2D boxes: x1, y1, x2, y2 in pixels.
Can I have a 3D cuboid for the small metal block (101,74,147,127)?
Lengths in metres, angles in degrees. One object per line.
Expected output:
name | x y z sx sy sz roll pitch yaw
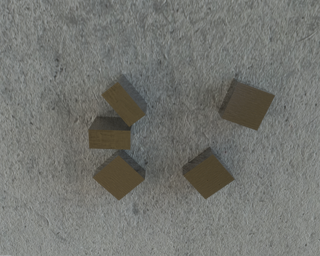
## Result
small metal block | -0.042 -0.035 0.383 0.025 0.050 0.050 -36 106 12

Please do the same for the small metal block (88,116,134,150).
small metal block | -0.061 0.006 0.398 0.050 0.050 0.025 2 110 -1

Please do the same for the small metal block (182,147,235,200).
small metal block | 0.067 0.063 0.434 0.050 0.025 0.050 -38 106 12

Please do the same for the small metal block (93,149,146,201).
small metal block | -0.056 0.065 0.433 0.050 0.025 0.050 -41 105 13

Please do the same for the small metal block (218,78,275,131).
small metal block | 0.110 -0.031 0.399 0.050 0.025 0.050 19 109 -7
